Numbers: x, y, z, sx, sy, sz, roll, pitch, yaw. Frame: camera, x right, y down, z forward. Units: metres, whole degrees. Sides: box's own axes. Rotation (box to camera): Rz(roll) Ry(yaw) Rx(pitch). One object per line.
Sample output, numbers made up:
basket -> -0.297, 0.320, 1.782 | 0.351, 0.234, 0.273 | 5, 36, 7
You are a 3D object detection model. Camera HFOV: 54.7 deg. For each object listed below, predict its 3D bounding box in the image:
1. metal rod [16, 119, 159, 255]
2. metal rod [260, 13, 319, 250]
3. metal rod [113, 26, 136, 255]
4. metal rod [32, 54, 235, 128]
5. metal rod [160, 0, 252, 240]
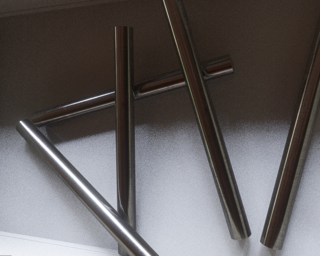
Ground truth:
metal rod -> -0.108, 0.083, 0.426 | 0.300, 0.025, 0.025 | 39, 103, 24
metal rod -> 0.164, -0.008, 0.352 | 0.025, 0.025, 0.298 | 14, 95, 19
metal rod -> -0.045, 0.022, 0.407 | 0.025, 0.025, 0.298 | 3, 98, 20
metal rod -> -0.050, -0.046, 0.428 | 0.301, 0.025, 0.025 | -13, 86, 19
metal rod -> 0.055, -0.013, 0.370 | 0.025, 0.025, 0.298 | -16, 92, 19
